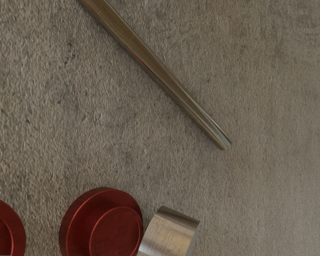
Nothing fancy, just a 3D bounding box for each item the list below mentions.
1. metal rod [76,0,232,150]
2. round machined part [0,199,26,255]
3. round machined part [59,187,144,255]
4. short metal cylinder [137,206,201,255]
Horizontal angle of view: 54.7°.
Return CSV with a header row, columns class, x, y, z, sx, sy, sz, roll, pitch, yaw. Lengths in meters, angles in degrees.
class,x,y,z,sx,sy,sz,roll,pitch,yaw
metal rod,0.010,-0.061,0.415,0.300,0.025,0.025,43,64,-32
round machined part,-0.168,0.099,0.254,0.099,0.042,0.097,0,90,-40
round machined part,-0.058,0.118,0.347,0.099,0.042,0.097,0,90,-40
short metal cylinder,0.012,0.142,0.376,0.080,0.050,0.080,18,91,-73
